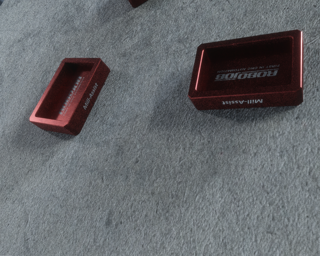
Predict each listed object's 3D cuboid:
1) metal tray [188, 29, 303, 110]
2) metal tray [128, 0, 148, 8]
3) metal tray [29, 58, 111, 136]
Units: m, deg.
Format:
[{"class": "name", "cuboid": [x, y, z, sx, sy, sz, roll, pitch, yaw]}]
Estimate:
[{"class": "metal tray", "cuboid": [0.107, -0.070, 0.387, 0.130, 0.030, 0.090, -1, 61, 27]}, {"class": "metal tray", "cuboid": [-0.012, -0.294, 0.587, 0.130, 0.030, 0.090, -28, 52, 10]}, {"class": "metal tray", "cuboid": [-0.148, -0.056, 0.512, 0.090, 0.030, 0.130, 8, 65, 31]}]
